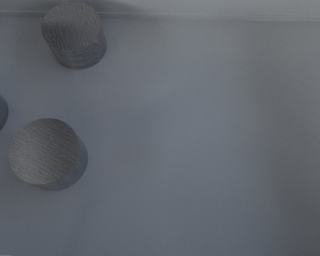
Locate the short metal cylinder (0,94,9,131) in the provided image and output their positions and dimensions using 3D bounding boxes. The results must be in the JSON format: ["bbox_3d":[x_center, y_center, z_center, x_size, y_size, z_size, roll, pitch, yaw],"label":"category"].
[{"bbox_3d":[-0.250,-0.025,0.403,0.081,0.050,0.080,0,70,0],"label":"short metal cylinder"}]

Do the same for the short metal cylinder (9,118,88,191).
[{"bbox_3d":[-0.135,0.034,0.382,0.081,0.050,0.080,0,70,0],"label":"short metal cylinder"}]

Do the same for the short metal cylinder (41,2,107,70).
[{"bbox_3d":[-0.121,-0.131,0.443,0.081,0.050,0.080,0,70,0],"label":"short metal cylinder"}]
